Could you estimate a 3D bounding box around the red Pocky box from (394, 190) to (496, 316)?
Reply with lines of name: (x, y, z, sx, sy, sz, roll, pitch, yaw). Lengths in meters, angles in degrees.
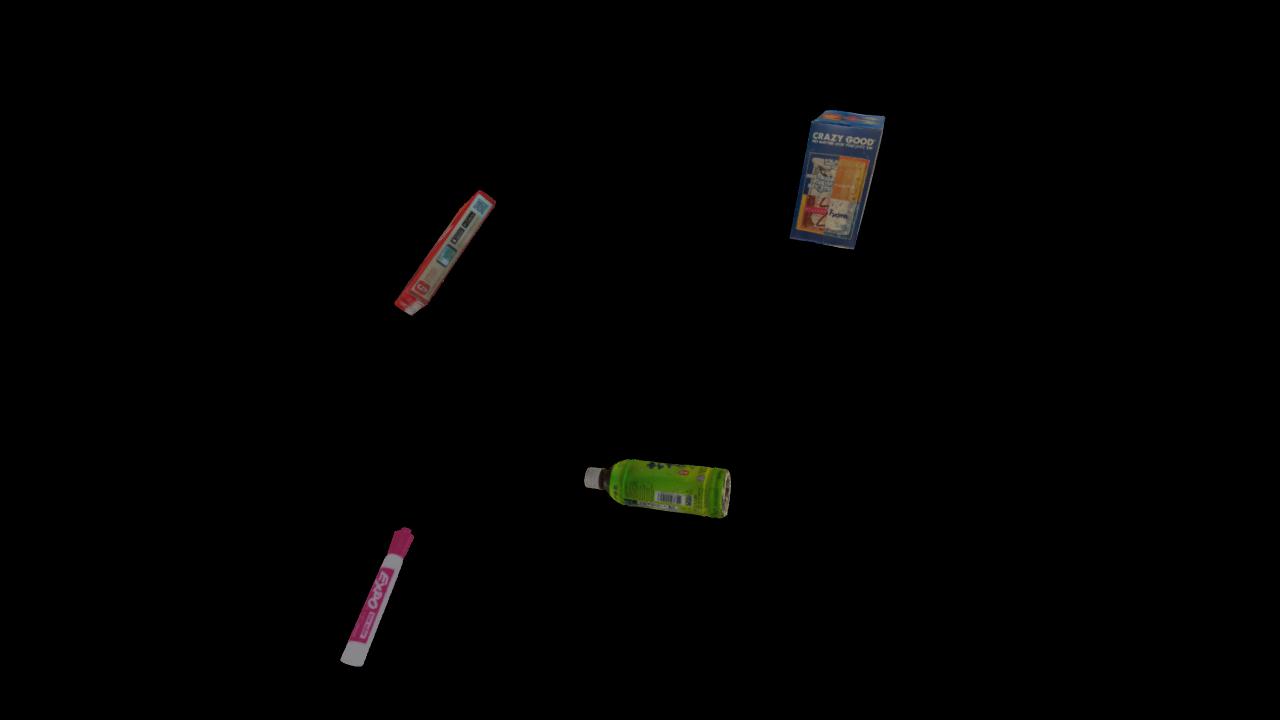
red Pocky box: (-0.231, -0.126, 0.728, 0.028, 0.155, 0.083, 36, -23, -23)

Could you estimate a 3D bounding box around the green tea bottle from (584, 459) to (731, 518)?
green tea bottle: (0.022, 0.182, 0.890, 0.212, 0.073, 0.073, 4, 1, 15)

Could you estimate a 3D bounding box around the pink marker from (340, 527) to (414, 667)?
pink marker: (-0.232, 0.207, 0.551, 0.020, 0.121, 0.020, 6, -41, 5)

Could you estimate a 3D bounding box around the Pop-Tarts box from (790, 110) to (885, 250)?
Pop-Tarts box: (0.254, -0.236, 0.788, 0.083, 0.141, 0.167, 13, 29, 16)
